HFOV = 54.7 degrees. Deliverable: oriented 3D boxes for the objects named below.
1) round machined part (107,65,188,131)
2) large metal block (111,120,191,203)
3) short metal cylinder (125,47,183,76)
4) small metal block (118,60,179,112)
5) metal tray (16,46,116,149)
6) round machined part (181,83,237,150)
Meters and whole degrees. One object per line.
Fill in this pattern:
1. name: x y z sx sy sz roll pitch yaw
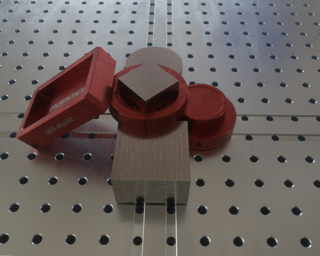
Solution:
1. round machined part: -0.015 -0.033 0.386 0.099 0.042 0.098 0 50 0
2. large metal block: -0.009 0.038 0.355 0.080 0.050 0.080 1 50 0
3. short metal cylinder: -0.008 -0.074 0.453 0.080 0.050 0.080 0 50 0
4. small metal block: -0.014 -0.048 0.368 0.050 0.025 0.050 -34 58 -25
5. metal tray: -0.117 -0.036 0.387 0.130 0.030 0.090 -25 43 28
6. round machined part: 0.053 -0.022 0.414 0.099 0.042 0.098 0 50 0
